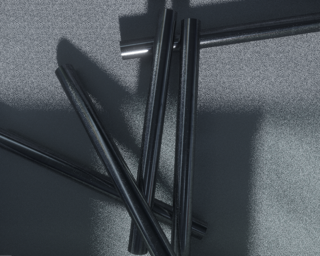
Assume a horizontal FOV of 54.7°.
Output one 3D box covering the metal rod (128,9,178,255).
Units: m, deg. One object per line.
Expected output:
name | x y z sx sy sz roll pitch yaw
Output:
metal rod | -0.009 0.005 0.385 0.025 0.025 0.298 7 90 0

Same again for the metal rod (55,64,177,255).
metal rod | -0.053 0.047 0.373 0.025 0.025 0.299 -31 75 0

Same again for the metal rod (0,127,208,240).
metal rod | -0.079 0.074 0.410 0.301 0.025 0.025 25 90 0

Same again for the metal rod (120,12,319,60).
metal rod | 0.098 -0.125 0.411 0.302 0.025 0.025 -8 90 0

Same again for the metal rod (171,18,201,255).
metal rod | 0.032 0.017 0.385 0.025 0.025 0.298 3 90 0
